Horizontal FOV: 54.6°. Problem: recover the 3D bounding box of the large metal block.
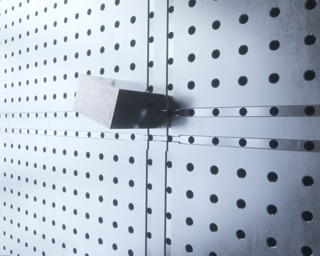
[{"bbox_3d":[-0.057,-0.035,0.422,0.080,0.081,0.050,24,106,37],"label":"large metal block"}]
